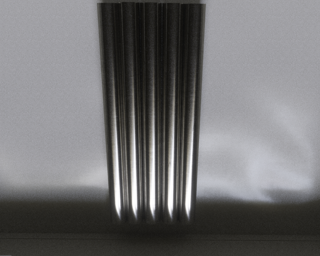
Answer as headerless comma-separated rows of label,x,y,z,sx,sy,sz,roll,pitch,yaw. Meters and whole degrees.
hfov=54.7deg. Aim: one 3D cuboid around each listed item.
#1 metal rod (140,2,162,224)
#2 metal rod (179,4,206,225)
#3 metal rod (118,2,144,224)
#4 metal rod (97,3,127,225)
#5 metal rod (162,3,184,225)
metal rod,-0.011,-0.005,0.408,0.025,0.025,0.298,0,110,0
metal rod,0.040,-0.004,0.409,0.025,0.025,0.298,0,110,0
metal rod,-0.036,-0.005,0.408,0.025,0.025,0.298,0,110,0
metal rod,-0.060,-0.004,0.408,0.025,0.025,0.298,0,110,0
metal rod,0.015,-0.004,0.408,0.025,0.025,0.298,0,110,0
